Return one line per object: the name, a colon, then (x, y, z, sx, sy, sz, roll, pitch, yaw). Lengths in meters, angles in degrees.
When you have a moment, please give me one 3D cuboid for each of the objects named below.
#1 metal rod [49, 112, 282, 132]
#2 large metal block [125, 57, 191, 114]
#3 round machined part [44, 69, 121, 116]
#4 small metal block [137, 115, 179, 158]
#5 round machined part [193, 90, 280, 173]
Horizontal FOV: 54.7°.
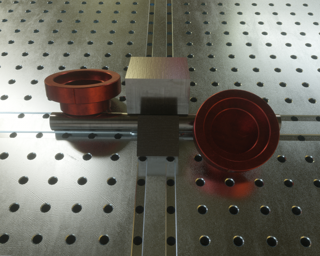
metal rod: (0.007, -0.008, 0.415, 0.302, 0.025, 0.025, 0, 50, 0)
large metal block: (-0.002, -0.061, 0.427, 0.081, 0.050, 0.080, 1, 32, 0)
round machined part: (-0.102, -0.048, 0.420, 0.099, 0.042, 0.098, 0, 24, 0)
small metal block: (-0.002, 0.012, 0.385, 0.050, 0.025, 0.050, 1, 79, 0)
round machined part: (0.089, 0.006, 0.376, 0.099, 0.042, 0.098, 0, 75, 0)
